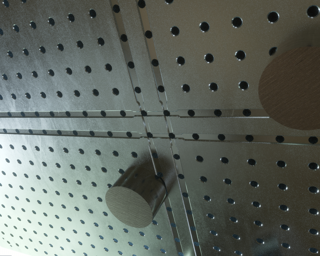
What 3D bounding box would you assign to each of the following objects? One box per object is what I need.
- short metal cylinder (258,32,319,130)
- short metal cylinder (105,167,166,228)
[{"bbox_3d":[0.139,-0.045,0.294,0.080,0.050,0.079,13,124,21],"label":"short metal cylinder"},{"bbox_3d":[-0.037,0.107,0.481,0.080,0.050,0.079,13,124,21],"label":"short metal cylinder"}]
